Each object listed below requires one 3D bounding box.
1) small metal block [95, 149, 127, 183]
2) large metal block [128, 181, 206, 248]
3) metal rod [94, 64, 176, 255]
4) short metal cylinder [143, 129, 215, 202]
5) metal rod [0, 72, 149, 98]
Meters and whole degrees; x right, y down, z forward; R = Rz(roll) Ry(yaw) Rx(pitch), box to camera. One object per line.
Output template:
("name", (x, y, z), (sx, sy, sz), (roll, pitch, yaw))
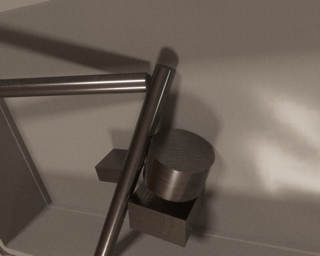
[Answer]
("small metal block", (-0.058, 0.056, 0.456), (0.050, 0.050, 0.025), (2, 119, 27))
("large metal block", (0.011, 0.106, 0.431), (0.080, 0.080, 0.050), (13, 124, 21))
("metal rod", (-0.040, 0.062, 0.409), (0.025, 0.025, 0.298), (24, 109, 13))
("short metal cylinder", (0.022, 0.045, 0.388), (0.080, 0.080, 0.050), (24, 127, 13))
("metal rod", (-0.164, -0.054, 0.408), (0.301, 0.025, 0.025), (-1, 119, 10))
